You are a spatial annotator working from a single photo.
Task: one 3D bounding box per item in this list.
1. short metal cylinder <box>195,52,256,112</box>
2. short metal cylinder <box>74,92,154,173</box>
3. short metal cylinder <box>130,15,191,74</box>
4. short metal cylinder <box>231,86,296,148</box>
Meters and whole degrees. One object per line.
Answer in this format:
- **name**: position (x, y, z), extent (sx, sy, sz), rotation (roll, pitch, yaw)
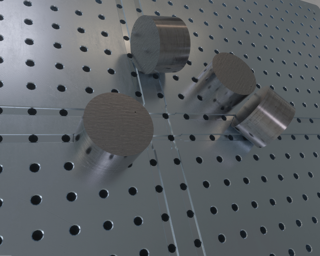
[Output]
- **short metal cylinder**: position (0.104, -0.072, 0.492), extent (0.081, 0.050, 0.080), rotation (14, 56, -21)
- **short metal cylinder**: position (-0.054, 0.006, 0.359), extent (0.081, 0.050, 0.080), rotation (14, 56, -21)
- **short metal cylinder**: position (-0.001, -0.119, 0.444), extent (0.050, 0.080, 0.080), rotation (-10, 67, -33)
- **short metal cylinder**: position (0.154, -0.017, 0.465), extent (0.050, 0.080, 0.080), rotation (39, 51, -2)
